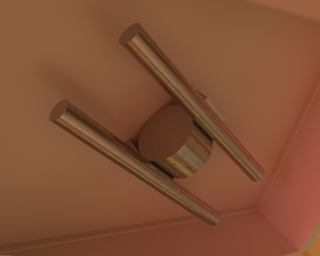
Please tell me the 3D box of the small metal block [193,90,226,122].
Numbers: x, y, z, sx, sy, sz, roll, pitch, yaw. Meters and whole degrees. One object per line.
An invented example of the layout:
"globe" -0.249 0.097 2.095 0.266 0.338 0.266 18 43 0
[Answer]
"small metal block" 0.051 -0.026 0.403 0.025 0.050 0.050 -45 130 3

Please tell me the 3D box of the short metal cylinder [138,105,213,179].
"short metal cylinder" 0.020 0.018 0.394 0.080 0.080 0.050 -45 130 3

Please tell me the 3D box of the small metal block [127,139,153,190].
"small metal block" -0.024 0.049 0.409 0.025 0.050 0.050 -45 130 3

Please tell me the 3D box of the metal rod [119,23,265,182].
"metal rod" 0.059 -0.007 0.372 0.025 0.025 0.300 -46 130 3

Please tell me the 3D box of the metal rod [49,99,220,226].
"metal rod" -0.006 0.061 0.379 0.025 0.025 0.300 -46 129 3
